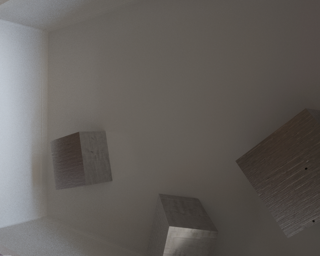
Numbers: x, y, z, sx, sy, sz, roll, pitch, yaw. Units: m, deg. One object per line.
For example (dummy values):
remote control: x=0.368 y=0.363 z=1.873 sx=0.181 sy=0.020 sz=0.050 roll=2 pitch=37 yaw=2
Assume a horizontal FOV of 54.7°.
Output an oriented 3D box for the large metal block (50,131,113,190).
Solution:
large metal block: x=-0.127 y=0.052 z=0.496 sx=0.080 sy=0.050 sz=0.080 roll=-15 pitch=80 yaw=39

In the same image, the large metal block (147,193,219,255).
large metal block: x=0.021 y=0.130 z=0.347 sx=0.080 sy=0.050 sz=0.079 roll=-126 pitch=46 yaw=-77

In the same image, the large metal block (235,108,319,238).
large metal block: x=0.132 y=0.039 z=0.282 sx=0.080 sy=0.050 sz=0.080 roll=-45 pitch=63 yaw=31
